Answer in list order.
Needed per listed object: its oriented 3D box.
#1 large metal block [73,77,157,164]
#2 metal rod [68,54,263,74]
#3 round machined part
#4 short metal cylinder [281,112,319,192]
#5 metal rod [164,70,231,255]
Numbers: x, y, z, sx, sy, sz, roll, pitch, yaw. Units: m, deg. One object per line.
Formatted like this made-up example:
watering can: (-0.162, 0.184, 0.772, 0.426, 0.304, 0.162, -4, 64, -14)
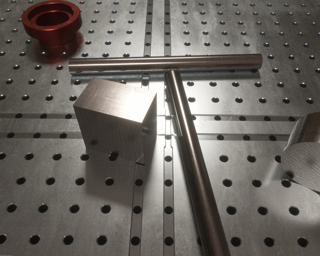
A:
large metal block: (-0.050, -0.008, 0.378, 0.080, 0.080, 0.050, 14, 52, 11)
metal rod: (0.010, -0.102, 0.493, 0.302, 0.025, 0.025, -2, 50, -2)
round machined part: (-0.187, -0.182, 0.547, 0.099, 0.042, 0.098, 0, 50, 0)
short metal cylinder: (0.186, 0.028, 0.351, 0.080, 0.080, 0.050, 25, 54, 19)
metal rod: (0.040, 0.036, 0.378, 0.025, 0.025, 0.300, -6, 50, -5)
